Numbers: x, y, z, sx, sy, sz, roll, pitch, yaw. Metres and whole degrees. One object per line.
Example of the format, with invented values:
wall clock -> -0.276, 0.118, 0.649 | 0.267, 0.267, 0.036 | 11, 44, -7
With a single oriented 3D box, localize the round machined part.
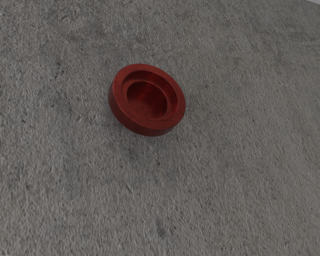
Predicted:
round machined part -> -0.020, -0.032, 0.401 | 0.099, 0.042, 0.098 | 13, 56, -21
